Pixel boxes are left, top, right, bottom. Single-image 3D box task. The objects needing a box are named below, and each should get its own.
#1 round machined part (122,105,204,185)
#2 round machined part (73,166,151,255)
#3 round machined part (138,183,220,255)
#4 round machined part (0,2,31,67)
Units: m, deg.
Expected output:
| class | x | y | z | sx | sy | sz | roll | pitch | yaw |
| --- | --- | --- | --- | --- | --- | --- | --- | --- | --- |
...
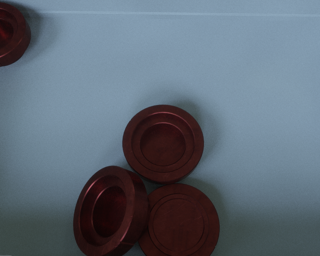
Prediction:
| class | x | y | z | sx | sy | sz | roll | pitch | yaw |
| --- | --- | --- | --- | --- | --- | --- | --- | --- | --- |
| round machined part | 0.004 | 0.023 | 0.392 | 0.099 | 0.042 | 0.098 | 0 | 70 | 0 |
| round machined part | -0.049 | 0.095 | 0.348 | 0.098 | 0.042 | 0.098 | -21 | 55 | 34 |
| round machined part | 0.020 | 0.113 | 0.359 | 0.099 | 0.042 | 0.098 | 0 | 70 | 0 |
| round machined part | -0.235 | -0.128 | 0.446 | 0.099 | 0.042 | 0.098 | 0 | 70 | 0 |
